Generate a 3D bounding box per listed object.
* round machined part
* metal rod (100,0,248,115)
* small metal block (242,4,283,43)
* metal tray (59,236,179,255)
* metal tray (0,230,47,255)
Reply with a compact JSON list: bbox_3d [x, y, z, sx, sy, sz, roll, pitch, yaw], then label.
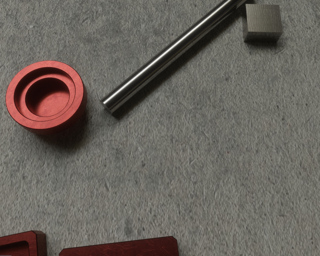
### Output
[{"bbox_3d":[-0.146,-0.037,0.411,0.099,0.042,0.098,0,70,-1],"label":"round machined part"},{"bbox_3d":[0.036,-0.125,0.454,0.301,0.025,0.025,-42,76,-14],"label":"metal rod"},{"bbox_3d":[0.153,-0.158,0.468,0.050,0.025,0.050,1,70,0],"label":"small metal block"},{"bbox_3d":[-0.042,0.173,0.342,0.131,0.030,0.090,-6,70,-3],"label":"metal tray"},{"bbox_3d":[-0.169,0.186,0.335,0.091,0.030,0.129,-11,70,-5],"label":"metal tray"}]
